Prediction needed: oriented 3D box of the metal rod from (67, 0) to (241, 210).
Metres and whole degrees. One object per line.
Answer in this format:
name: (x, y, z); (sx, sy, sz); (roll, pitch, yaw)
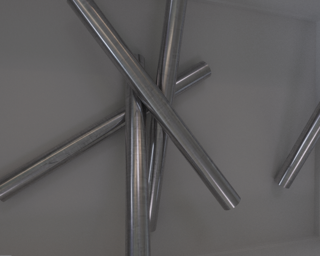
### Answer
metal rod: (-0.002, -0.026, 0.359); (0.025, 0.025, 0.300); (-39, 98, -16)

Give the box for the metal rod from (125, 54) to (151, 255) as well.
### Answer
metal rod: (-0.025, 0.047, 0.338); (0.025, 0.025, 0.299); (7, 63, -20)

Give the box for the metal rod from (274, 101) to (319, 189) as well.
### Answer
metal rod: (0.246, -0.044, 0.439); (0.025, 0.025, 0.298); (17, 108, -19)

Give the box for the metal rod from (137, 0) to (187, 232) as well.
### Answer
metal rod: (0.002, -0.016, 0.386); (0.025, 0.025, 0.298); (5, 97, -20)

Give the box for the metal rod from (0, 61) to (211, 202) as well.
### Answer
metal rod: (-0.058, -0.005, 0.388); (0.302, 0.025, 0.025); (-32, 101, -17)
